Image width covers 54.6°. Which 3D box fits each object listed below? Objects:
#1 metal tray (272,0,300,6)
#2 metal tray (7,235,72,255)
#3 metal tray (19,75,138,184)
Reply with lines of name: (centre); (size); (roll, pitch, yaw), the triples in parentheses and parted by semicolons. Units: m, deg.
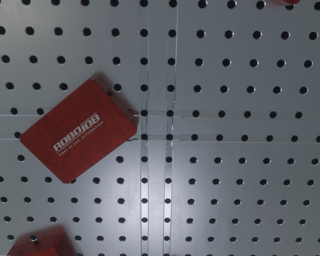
metal tray: (0.111, -0.203, 0.336); (0.131, 0.030, 0.089); (22, 109, -8)
metal tray: (-0.178, 0.241, 0.498); (0.090, 0.030, 0.129); (-18, 109, 6)
metal tray: (-0.105, 0.004, 0.411); (0.130, 0.030, 0.090); (-37, 106, 12)
